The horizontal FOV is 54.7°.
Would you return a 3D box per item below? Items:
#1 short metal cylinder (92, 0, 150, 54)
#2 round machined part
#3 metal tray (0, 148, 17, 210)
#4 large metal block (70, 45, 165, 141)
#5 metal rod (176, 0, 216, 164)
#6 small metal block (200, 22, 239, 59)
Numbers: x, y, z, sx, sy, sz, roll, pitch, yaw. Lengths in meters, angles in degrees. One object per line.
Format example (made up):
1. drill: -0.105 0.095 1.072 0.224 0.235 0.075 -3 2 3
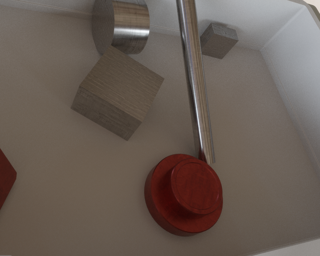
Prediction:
1. short metal cylinder: -0.056 -0.143 0.429 0.050 0.080 0.080 -7 65 -32
2. round machined part: 0.035 0.075 0.369 0.099 0.042 0.098 14 56 -21
3. metal tray: -0.163 0.069 0.231 0.030 0.090 0.130 11 54 3
4. large metal block: -0.052 -0.044 0.390 0.080 0.050 0.080 31 52 -9
5. metal rod: 0.042 -0.101 0.409 0.025 0.025 0.298 -9 93 -32
6. small metal block: 0.098 -0.149 0.536 0.050 0.050 0.025 7 59 -25
